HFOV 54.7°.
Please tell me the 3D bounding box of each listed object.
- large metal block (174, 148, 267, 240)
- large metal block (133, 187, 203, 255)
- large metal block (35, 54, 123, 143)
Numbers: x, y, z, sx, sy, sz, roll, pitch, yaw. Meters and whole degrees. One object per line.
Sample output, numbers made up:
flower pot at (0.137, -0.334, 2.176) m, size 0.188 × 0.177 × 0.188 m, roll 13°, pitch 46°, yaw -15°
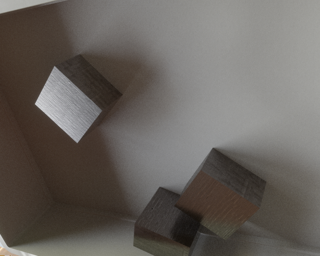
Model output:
large metal block at (0.077, 0.087, 0.405) m, size 0.080 × 0.050 × 0.079 m, roll 33°, pitch 129°, yaw 6°
large metal block at (0.017, 0.143, 0.453) m, size 0.080 × 0.080 × 0.050 m, roll 18°, pitch 126°, yaw 18°
large metal block at (-0.112, -0.039, 0.428) m, size 0.080 × 0.050 × 0.080 m, roll 44°, pitch 129°, yaw -2°
